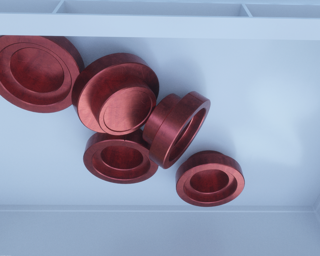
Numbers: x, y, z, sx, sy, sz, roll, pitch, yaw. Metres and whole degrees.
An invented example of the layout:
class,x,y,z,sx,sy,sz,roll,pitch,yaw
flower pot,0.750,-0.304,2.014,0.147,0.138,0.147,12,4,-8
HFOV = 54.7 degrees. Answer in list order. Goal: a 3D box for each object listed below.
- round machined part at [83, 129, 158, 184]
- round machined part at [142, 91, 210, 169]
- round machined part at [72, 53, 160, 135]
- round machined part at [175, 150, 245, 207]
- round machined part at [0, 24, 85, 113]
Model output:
class,x,y,z,sx,sy,sz,roll,pitch,yaw
round machined part,-0.050,0.032,0.419,0.099,0.042,0.097,1,137,1
round machined part,0.016,-0.003,0.371,0.042,0.099,0.097,34,130,16
round machined part,-0.043,-0.030,0.345,0.099,0.042,0.097,-22,141,-19
round machined part,0.072,0.071,0.460,0.099,0.042,0.097,-1,130,0
round machined part,-0.131,-0.067,0.339,0.099,0.042,0.097,-1,130,0
